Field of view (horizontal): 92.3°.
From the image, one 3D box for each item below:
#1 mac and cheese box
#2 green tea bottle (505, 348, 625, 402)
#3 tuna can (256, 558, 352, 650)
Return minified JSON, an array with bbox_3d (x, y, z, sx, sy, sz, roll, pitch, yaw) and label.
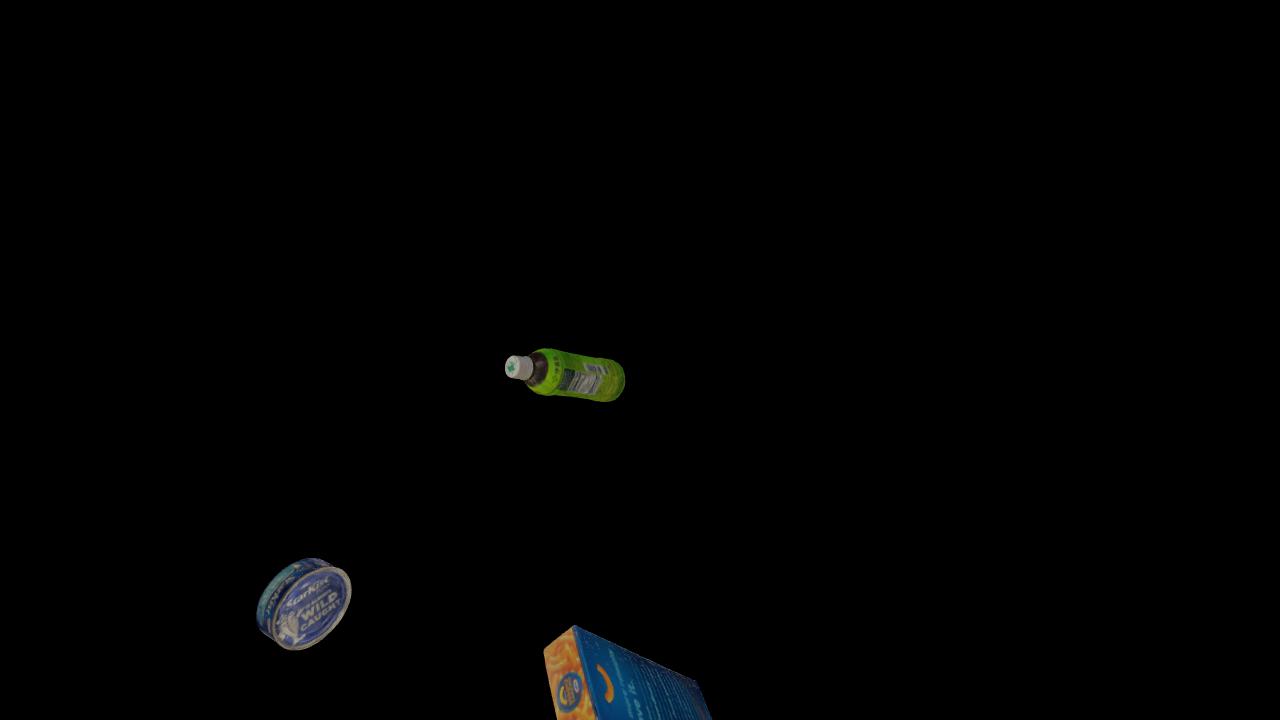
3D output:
[{"bbox_3d":[0.002,0.291,0.503,0.184,0.041,0.093,44,11,-36],"label":"mac and cheese box"},{"bbox_3d":[-0.108,0.021,0.902,0.073,0.073,0.212,0,-8,35],"label":"green tea bottle"},{"bbox_3d":[-0.343,0.248,0.629,0.034,0.084,0.084,13,6,28],"label":"tuna can"}]
